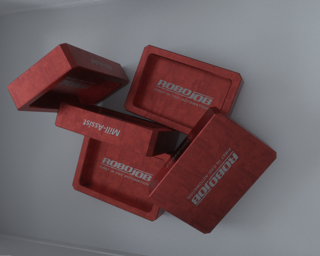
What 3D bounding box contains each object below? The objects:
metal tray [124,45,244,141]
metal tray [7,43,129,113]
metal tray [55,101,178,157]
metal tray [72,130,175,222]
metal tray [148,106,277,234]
[{"bbox_3d":[0.029,-0.043,0.395,0.130,0.030,0.089,22,97,18],"label":"metal tray"},{"bbox_3d":[-0.107,-0.055,0.388,0.090,0.130,0.030,-31,80,18],"label":"metal tray"},{"bbox_3d":[-0.051,-0.001,0.390,0.130,0.090,0.030,17,96,19],"label":"metal tray"},{"bbox_3d":[-0.048,0.059,0.420,0.130,0.030,0.089,17,96,18],"label":"metal tray"},{"bbox_3d":[0.059,0.052,0.364,0.090,0.030,0.130,34,103,-13],"label":"metal tray"}]
